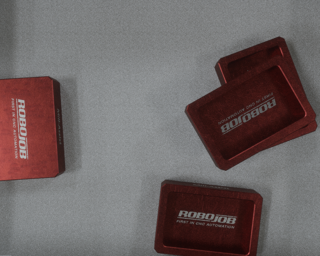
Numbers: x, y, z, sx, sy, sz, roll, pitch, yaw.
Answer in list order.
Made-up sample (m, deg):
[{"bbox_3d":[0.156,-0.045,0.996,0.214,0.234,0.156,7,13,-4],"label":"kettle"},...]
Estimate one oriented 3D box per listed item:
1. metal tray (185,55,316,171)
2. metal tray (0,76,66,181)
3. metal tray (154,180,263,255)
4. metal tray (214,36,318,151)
[{"bbox_3d":[0.108,-0.018,0.378,0.130,0.030,0.090,-30,90,0],"label":"metal tray"},{"bbox_3d":[-0.178,0.001,0.407,0.091,0.030,0.129,-4,90,0],"label":"metal tray"},{"bbox_3d":[0.062,0.122,0.409,0.131,0.030,0.089,6,90,0],"label":"metal tray"},{"bbox_3d":[0.138,-0.043,0.409,0.090,0.030,0.129,-21,90,0],"label":"metal tray"}]
